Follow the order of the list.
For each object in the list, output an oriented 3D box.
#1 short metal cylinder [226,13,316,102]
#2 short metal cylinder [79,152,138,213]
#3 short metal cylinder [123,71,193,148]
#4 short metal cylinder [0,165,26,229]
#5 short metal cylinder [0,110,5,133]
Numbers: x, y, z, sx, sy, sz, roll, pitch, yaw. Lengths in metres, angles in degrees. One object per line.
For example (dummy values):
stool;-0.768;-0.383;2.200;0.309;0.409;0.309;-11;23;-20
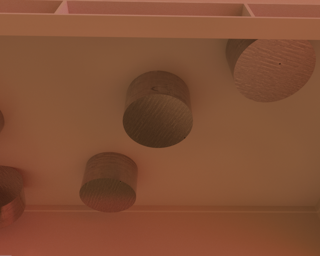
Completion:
short metal cylinder;0.115;-0.074;0.330;0.081;0.050;0.079;0;130;0
short metal cylinder;-0.074;0.082;0.461;0.081;0.050;0.079;0;130;0
short metal cylinder;-0.002;-0.022;0.374;0.081;0.050;0.079;0;130;0
short metal cylinder;-0.244;0.102;0.457;0.081;0.080;0.050;9;130;-7
short metal cylinder;-0.248;-0.001;0.389;0.081;0.050;0.079;0;130;0
